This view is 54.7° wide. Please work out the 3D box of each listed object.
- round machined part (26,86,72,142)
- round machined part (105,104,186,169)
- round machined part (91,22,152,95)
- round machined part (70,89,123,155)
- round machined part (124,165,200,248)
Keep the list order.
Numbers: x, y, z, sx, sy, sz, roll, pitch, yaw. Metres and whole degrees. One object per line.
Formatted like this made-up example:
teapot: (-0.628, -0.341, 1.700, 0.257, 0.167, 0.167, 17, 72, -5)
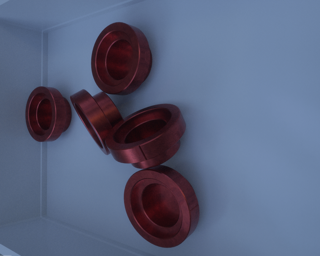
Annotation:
round machined part: (-0.197, -0.024, 0.558, 0.098, 0.042, 0.097, 0, 91, 38)
round machined part: (-0.014, 0.013, 0.383, 0.098, 0.098, 0.042, -1, 124, 40)
round machined part: (-0.050, -0.095, 0.437, 0.098, 0.042, 0.097, 0, 90, 40)
round machined part: (-0.084, -0.013, 0.443, 0.098, 0.042, 0.098, 50, 162, 23)
round machined part: (0.006, 0.092, 0.383, 0.098, 0.042, 0.097, 9, 106, 34)
